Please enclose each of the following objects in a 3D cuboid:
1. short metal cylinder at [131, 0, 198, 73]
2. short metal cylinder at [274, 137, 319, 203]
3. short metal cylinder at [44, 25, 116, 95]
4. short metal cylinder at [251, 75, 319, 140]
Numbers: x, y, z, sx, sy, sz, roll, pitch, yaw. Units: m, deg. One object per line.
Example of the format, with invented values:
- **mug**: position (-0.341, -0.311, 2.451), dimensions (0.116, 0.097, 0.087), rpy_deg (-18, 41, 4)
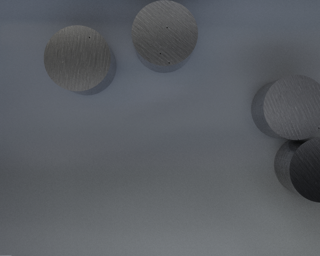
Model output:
- **short metal cylinder**: position (0.006, -0.115, 0.399), dimensions (0.081, 0.050, 0.079), rpy_deg (0, 90, -1)
- **short metal cylinder**: position (0.197, 0.051, 0.402), dimensions (0.081, 0.050, 0.079), rpy_deg (0, 90, -1)
- **short metal cylinder**: position (-0.100, -0.084, 0.398), dimensions (0.081, 0.050, 0.079), rpy_deg (0, 90, -1)
- **short metal cylinder**: position (0.166, -0.025, 0.401), dimensions (0.081, 0.050, 0.079), rpy_deg (0, 90, -1)
